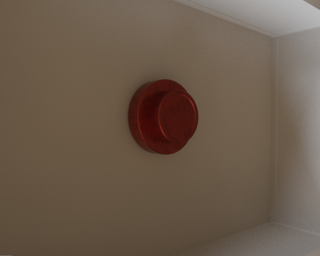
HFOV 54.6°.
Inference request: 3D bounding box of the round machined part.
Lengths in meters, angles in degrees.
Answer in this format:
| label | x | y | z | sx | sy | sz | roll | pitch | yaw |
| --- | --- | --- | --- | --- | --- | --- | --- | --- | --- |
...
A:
| label | x | y | z | sx | sy | sz | roll | pitch | yaw |
| --- | --- | --- | --- | --- | --- | --- | --- | --- | --- |
| round machined part | 0.012 | -0.014 | 0.400 | 0.099 | 0.042 | 0.097 | 0 | 90 | -40 |
